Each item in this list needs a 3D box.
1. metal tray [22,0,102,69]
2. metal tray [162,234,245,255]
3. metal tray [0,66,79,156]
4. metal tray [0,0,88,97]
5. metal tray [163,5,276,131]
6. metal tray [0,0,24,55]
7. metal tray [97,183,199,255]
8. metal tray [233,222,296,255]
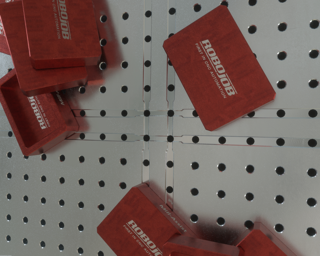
[{"bbox_3d":[-0.137,-0.150,0.426,0.091,0.030,0.129,-8,80,-20],"label":"metal tray"},{"bbox_3d":[0.046,0.199,0.361,0.090,0.030,0.129,5,92,20],"label":"metal tray"},{"bbox_3d":[-0.192,-0.033,0.478,0.090,0.030,0.130,-30,80,17],"label":"metal tray"},{"bbox_3d":[-0.165,-0.118,0.443,0.091,0.030,0.129,-16,84,-18],"label":"metal tray"},{"bbox_3d":[0.072,-0.072,0.385,0.090,0.030,0.130,-29,81,17],"label":"metal tray"},{"bbox_3d":[-0.231,-0.182,0.492,0.090,0.030,0.129,19,96,19],"label":"metal tray"},{"bbox_3d":[-0.011,0.151,0.414,0.130,0.030,0.090,44,103,14],"label":"metal tray"},{"bbox_3d":[0.107,0.191,0.372,0.090,0.030,0.130,43,103,15],"label":"metal tray"}]
